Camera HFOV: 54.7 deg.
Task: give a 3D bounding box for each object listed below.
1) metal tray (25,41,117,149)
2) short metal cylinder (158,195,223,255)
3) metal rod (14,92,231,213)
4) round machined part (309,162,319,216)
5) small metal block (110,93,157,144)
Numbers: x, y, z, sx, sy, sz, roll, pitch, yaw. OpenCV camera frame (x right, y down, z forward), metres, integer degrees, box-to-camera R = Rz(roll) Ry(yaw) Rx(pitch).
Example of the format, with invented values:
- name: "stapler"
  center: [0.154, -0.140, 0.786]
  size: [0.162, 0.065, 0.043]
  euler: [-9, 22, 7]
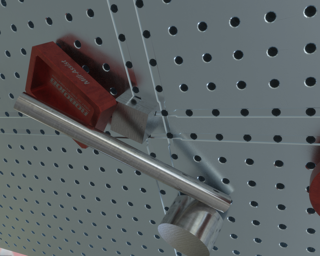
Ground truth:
- name: "metal tray"
  center: [-0.127, -0.044, 0.428]
  size: [0.130, 0.030, 0.089]
  euler: [42, 133, 10]
- name: "short metal cylinder"
  center: [0.044, 0.143, 0.447]
  size: [0.080, 0.050, 0.080]
  euler: [22, 141, 20]
- name: "metal rod"
  center: [-0.040, 0.036, 0.403]
  size: [0.301, 0.025, 0.025]
  euler: [28, 130, -10]
- name: "round machined part"
  center: [0.212, 0.062, 0.327]
  size: [0.098, 0.042, 0.097]
  euler: [13, 124, 20]
- name: "small metal block"
  center: [-0.037, -0.013, 0.421]
  size: [0.050, 0.025, 0.050]
  euler: [24, 127, 13]
